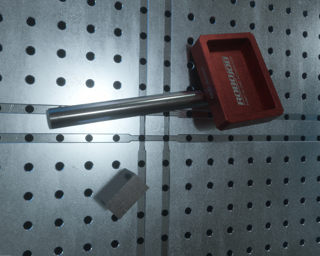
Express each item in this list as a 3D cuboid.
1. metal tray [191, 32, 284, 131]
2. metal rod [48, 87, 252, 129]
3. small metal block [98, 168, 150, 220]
[{"bbox_3d":[0.105,-0.067,0.427,0.091,0.030,0.129,-10,73,-20],"label":"metal tray"},{"bbox_3d":[0.010,-0.035,0.417,0.303,0.025,0.025,-10,94,-20],"label":"metal rod"},{"bbox_3d":[-0.046,0.080,0.383,0.050,0.050,0.025,-45,105,-15],"label":"small metal block"}]
